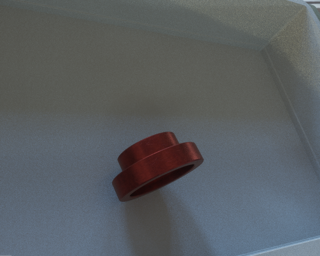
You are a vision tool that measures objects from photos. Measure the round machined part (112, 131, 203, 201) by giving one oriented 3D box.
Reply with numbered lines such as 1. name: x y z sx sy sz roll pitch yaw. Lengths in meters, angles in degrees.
1. round machined part: -0.006 0.038 0.334 0.099 0.097 0.042 -15 70 -34
